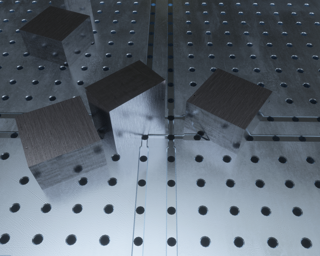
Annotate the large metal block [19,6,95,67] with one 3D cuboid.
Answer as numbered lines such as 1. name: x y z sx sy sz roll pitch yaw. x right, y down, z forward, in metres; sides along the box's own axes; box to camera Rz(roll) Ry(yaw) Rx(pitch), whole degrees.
1. large metal block: -0.169 -0.155 0.521 0.080 0.050 0.080 19 53 15

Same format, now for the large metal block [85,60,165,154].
1. large metal block: -0.040 -0.026 0.394 0.080 0.080 0.050 -33 58 -25

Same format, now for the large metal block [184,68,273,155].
1. large metal block: 0.089 -0.025 0.413 0.080 0.050 0.080 29 56 22

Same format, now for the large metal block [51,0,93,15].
1. large metal block: -0.178 -0.264 0.593 0.050 0.080 0.080 -30 56 -23

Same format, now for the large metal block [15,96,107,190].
1. large metal block: -0.120 0.016 0.378 0.081 0.050 0.080 -21 53 -17
